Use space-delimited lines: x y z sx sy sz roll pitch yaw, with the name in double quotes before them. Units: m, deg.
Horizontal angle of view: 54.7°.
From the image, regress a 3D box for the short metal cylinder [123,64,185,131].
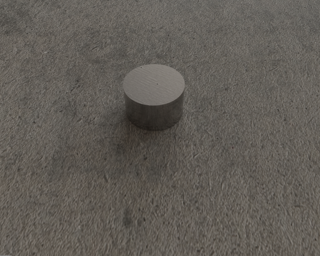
"short metal cylinder" -0.008 -0.042 0.422 0.080 0.050 0.080 0 50 0
